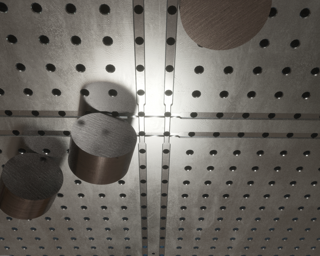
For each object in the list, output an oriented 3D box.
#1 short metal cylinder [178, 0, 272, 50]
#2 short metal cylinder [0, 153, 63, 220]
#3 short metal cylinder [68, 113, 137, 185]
[{"bbox_3d":[0.058,-0.121,0.293,0.081,0.050,0.079,0,130,0],"label":"short metal cylinder"},{"bbox_3d":[-0.186,0.082,0.443,0.080,0.080,0.050,22,127,-18],"label":"short metal cylinder"},{"bbox_3d":[-0.074,0.025,0.396,0.081,0.080,0.050,11,129,-10],"label":"short metal cylinder"}]
